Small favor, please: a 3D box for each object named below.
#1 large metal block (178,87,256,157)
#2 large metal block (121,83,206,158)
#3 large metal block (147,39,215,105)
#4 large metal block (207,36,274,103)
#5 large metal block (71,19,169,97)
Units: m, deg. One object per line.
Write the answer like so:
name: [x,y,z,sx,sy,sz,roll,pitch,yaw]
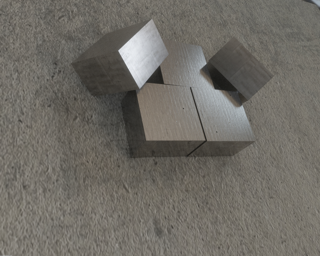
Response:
large metal block: [0.075,-0.007,0.433,0.081,0.050,0.080,1,61,-28]
large metal block: [0.002,-0.009,0.396,0.081,0.050,0.080,1,61,-28]
large metal block: [0.023,-0.079,0.452,0.081,0.050,0.080,3,61,-27]
large metal block: [0.118,-0.084,0.479,0.050,0.080,0.080,-44,86,1]
large metal block: [-0.048,-0.087,0.389,0.080,0.080,0.050,-56,130,-39]
